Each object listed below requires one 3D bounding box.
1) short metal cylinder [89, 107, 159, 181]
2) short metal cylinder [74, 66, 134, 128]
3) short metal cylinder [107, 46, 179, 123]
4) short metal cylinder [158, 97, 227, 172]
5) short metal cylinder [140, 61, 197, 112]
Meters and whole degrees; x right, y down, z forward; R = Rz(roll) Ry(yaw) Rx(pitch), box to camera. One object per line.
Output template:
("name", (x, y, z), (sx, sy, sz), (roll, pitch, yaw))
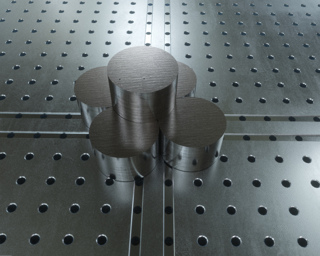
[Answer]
("short metal cylinder", (-0.041, 0.017, 0.375), (0.081, 0.050, 0.080), (0, 50, 0))
("short metal cylinder", (-0.071, -0.040, 0.423), (0.081, 0.050, 0.080), (0, 50, 0))
("short metal cylinder", (-0.020, -0.053, 0.368), (0.081, 0.050, 0.080), (1, 51, -1))
("short metal cylinder", (0.038, 0.007, 0.385), (0.081, 0.050, 0.080), (0, 50, 0))
("short metal cylinder", (0.009, -0.051, 0.433), (0.081, 0.050, 0.080), (0, 50, 0))
